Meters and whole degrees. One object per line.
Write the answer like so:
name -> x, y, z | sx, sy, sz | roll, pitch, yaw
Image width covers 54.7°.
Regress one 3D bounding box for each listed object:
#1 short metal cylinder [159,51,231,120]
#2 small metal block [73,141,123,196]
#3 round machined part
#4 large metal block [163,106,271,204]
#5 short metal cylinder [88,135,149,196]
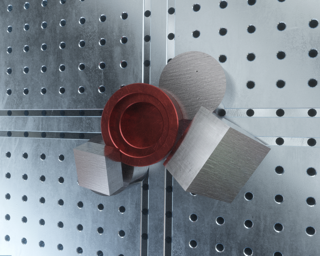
short metal cylinder -> 0.045, -0.050, 0.383 | 0.080, 0.050, 0.079 | 0, 90, 20
small metal block -> -0.074, 0.048, 0.372 | 0.050, 0.025, 0.050 | 9, 113, 31
round machined part -> -0.019, -0.004, 0.379 | 0.098, 0.042, 0.097 | 0, 90, 20
large metal block -> 0.065, 0.033, 0.353 | 0.080, 0.080, 0.050 | -57, 39, 11
short metal cylinder -> -0.061, 0.047, 0.420 | 0.080, 0.050, 0.079 | 0, 90, 20
